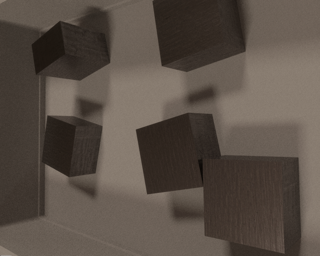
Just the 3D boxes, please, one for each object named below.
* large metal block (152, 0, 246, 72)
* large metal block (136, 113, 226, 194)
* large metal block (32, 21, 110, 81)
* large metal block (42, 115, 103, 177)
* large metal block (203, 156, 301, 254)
[{"bbox_3d":[0.043,-0.117,0.354,0.080,0.050,0.080,-13,82,39],"label":"large metal block"},{"bbox_3d":[0.024,0.031,0.370,0.080,0.050,0.080,-17,79,38],"label":"large metal block"},{"bbox_3d":[-0.139,-0.116,0.482,0.080,0.081,0.050,-19,78,38],"label":"large metal block"},{"bbox_3d":[-0.145,0.027,0.507,0.080,0.050,0.079,16,100,38],"label":"large metal block"},{"bbox_3d":[0.092,0.070,0.314,0.080,0.050,0.079,-2,89,39],"label":"large metal block"}]
